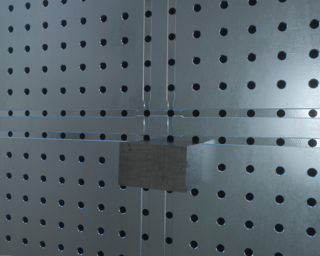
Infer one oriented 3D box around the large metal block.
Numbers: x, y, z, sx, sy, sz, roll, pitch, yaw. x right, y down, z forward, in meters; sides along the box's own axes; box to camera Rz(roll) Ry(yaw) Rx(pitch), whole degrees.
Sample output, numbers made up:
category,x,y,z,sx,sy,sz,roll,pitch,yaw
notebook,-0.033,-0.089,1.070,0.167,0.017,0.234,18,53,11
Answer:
category,x,y,z,sx,sy,sz,roll,pitch,yaw
large metal block,0.004,0.043,0.382,0.080,0.080,0.050,2,91,20
